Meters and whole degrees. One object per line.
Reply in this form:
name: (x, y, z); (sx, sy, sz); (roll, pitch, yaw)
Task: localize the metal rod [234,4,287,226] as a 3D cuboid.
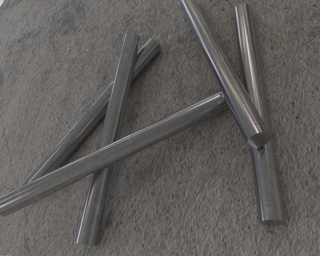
metal rod: (0.112, -0.039, 0.368); (0.025, 0.025, 0.299); (-11, 57, 22)

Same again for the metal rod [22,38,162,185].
metal rod: (-0.101, -0.018, 0.467); (0.025, 0.025, 0.300); (33, 80, 38)

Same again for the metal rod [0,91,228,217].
metal rod: (-0.054, 0.029, 0.377); (0.301, 0.025, 0.025); (-26, 52, -3)

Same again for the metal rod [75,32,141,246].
metal rod: (-0.065, 0.000, 0.419); (0.025, 0.025, 0.299); (-2, 66, 27)

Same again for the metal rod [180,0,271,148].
metal rod: (0.072, -0.097, 0.407); (0.025, 0.025, 0.300); (-25, 47, 13)
